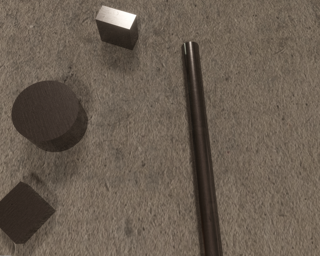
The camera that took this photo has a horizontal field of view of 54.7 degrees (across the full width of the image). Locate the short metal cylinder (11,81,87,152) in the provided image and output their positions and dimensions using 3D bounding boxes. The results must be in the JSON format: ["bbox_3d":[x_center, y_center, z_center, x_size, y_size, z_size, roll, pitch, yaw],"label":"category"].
[{"bbox_3d":[-0.139,-0.014,0.398,0.081,0.050,0.080,0,70,0],"label":"short metal cylinder"}]

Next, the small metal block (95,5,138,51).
[{"bbox_3d":[-0.060,-0.143,0.446,0.050,0.050,0.025,18,71,6],"label":"small metal block"}]

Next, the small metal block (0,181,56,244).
[{"bbox_3d":[-0.164,0.101,0.369,0.050,0.025,0.050,39,74,12],"label":"small metal block"}]

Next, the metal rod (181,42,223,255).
[{"bbox_3d":[0.052,0.021,0.400,0.025,0.025,0.299,-3,70,-2],"label":"metal rod"}]
